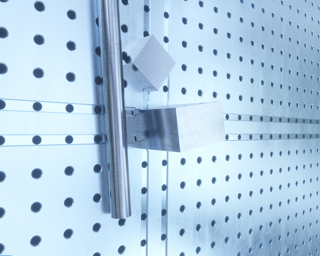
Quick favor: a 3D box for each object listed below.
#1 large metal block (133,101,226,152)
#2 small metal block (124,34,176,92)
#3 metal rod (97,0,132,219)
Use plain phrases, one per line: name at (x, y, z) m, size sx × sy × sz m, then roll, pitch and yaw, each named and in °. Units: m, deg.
large metal block at (0.024, -0.004, 0.396) m, size 0.081 × 0.080 × 0.050 m, roll -11°, pitch 97°, yaw -40°
small metal block at (-0.014, -0.082, 0.399) m, size 0.050 × 0.025 × 0.050 m, roll 45°, pitch 63°, yaw -31°
metal rod at (-0.055, -0.044, 0.364) m, size 0.025 × 0.025 × 0.298 m, roll -5°, pitch 94°, yaw -40°
